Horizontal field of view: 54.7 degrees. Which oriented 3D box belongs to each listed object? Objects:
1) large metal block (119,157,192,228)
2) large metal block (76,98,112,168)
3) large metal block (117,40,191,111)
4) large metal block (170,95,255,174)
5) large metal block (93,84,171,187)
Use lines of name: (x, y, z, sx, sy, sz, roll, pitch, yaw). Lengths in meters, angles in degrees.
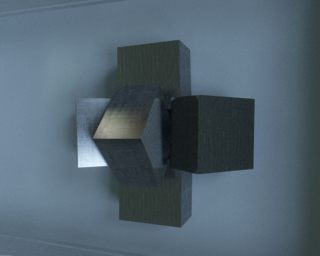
large metal block: (-0.004, 0.076, 0.397, 0.080, 0.050, 0.080, 1, 90, 20)
large metal block: (-0.082, 0.005, 0.401, 0.050, 0.080, 0.080, -1, 90, -16)
large metal block: (-0.006, -0.062, 0.395, 0.080, 0.050, 0.080, -2, 90, 20)
large metal block: (0.059, 0.006, 0.351, 0.050, 0.081, 0.079, 2, 92, 58)
large metal block: (-0.023, 0.009, 0.346, 0.050, 0.080, 0.080, -1, 46, 19)
